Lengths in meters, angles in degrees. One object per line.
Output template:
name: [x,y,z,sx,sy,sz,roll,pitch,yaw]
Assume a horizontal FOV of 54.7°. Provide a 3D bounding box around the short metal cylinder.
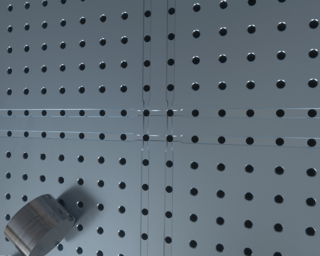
short metal cylinder: [-0.170,0.142,0.443,0.050,0.080,0.080,39,102,16]
